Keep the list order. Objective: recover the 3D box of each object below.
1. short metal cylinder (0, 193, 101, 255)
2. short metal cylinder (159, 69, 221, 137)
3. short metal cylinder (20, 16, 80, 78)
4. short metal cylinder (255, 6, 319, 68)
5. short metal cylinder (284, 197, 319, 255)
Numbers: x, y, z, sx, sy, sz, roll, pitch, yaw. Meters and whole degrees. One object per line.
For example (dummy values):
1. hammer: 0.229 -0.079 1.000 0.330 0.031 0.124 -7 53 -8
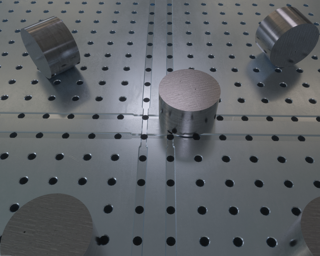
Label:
1. short metal cylinder: -0.101 0.111 0.297 0.081 0.050 0.080 0 50 0
2. short metal cylinder: 0.038 -0.035 0.421 0.081 0.050 0.080 0 50 0
3. short metal cylinder: -0.167 -0.123 0.474 0.050 0.080 0.080 -35 59 -26
4. short metal cylinder: 0.201 -0.144 0.494 0.081 0.080 0.050 -12 51 -10
5. short metal cylinder: 0.169 0.112 0.298 0.081 0.050 0.080 0 50 0
